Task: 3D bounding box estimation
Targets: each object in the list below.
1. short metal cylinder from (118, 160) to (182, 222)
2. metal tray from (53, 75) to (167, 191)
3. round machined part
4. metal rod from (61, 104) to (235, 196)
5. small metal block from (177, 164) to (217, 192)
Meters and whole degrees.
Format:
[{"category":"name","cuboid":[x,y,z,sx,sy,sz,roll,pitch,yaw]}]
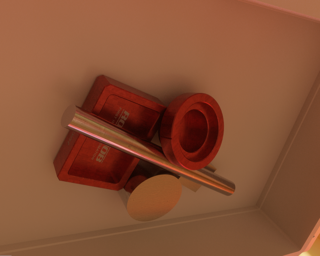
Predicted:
[{"category":"short metal cylinder","cuboid":[-0.017,0.083,0.433,0.081,0.050,0.079,-14,125,-21]},{"category":"metal tray","cuboid":[-0.060,0.011,0.378,0.091,0.030,0.129,20,108,-36]},{"category":"round machined part","cuboid":[0.036,0.003,0.403,0.099,0.042,0.097,-7,101,-41]},{"category":"metal rod","cuboid":[0.010,0.043,0.403,0.301,0.025,0.025,29,102,-40]},{"category":"small metal block","cuboid":[0.051,0.065,0.476,0.050,0.025,0.050,-49,129,6]}]
